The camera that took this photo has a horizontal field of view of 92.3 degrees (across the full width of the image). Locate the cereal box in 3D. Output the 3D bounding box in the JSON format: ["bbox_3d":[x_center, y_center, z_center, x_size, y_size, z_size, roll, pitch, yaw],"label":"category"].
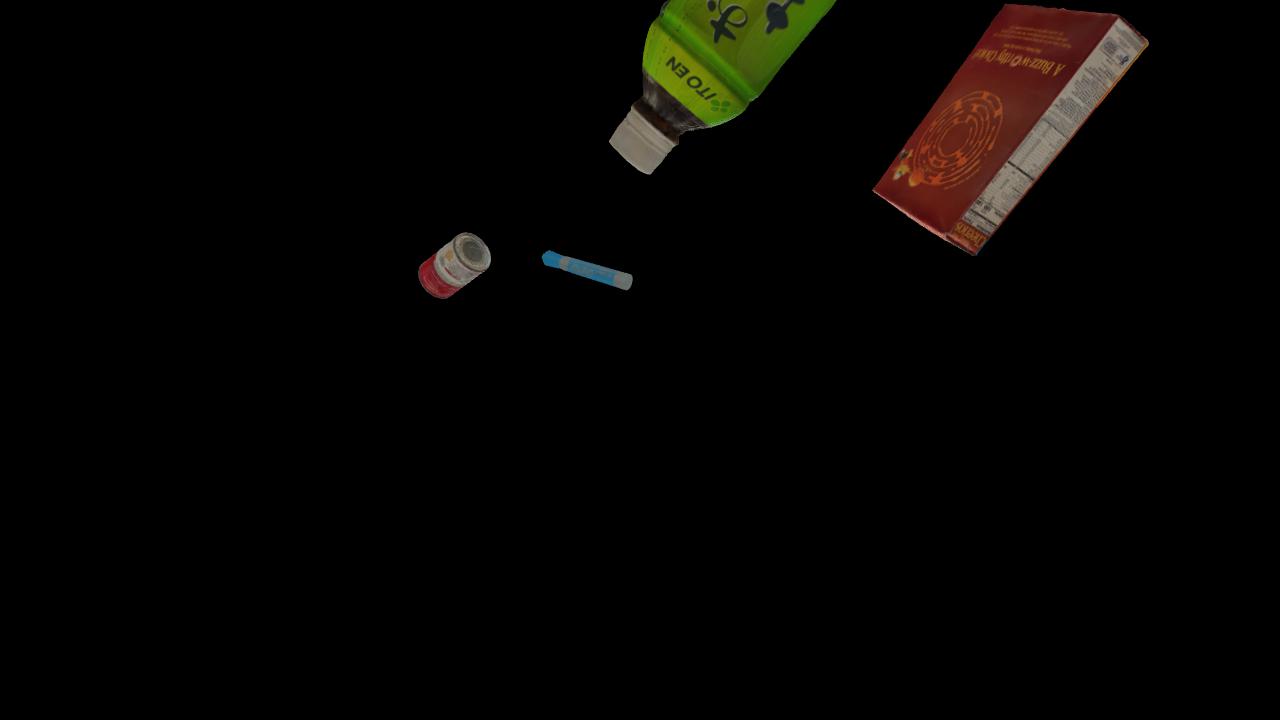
[{"bbox_3d":[0.491,-0.324,0.863,0.081,0.306,0.203,20,26,-23],"label":"cereal box"}]

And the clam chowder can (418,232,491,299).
[{"bbox_3d":[-0.288,-0.146,0.958,0.102,0.068,0.068,-25,-15,36],"label":"clam chowder can"}]

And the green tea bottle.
[{"bbox_3d":[0.060,-0.188,0.315,0.212,0.073,0.073,-46,-22,22],"label":"green tea bottle"}]

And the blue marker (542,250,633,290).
[{"bbox_3d":[-0.064,-0.106,0.717,0.121,0.020,0.020,20,8,24],"label":"blue marker"}]
